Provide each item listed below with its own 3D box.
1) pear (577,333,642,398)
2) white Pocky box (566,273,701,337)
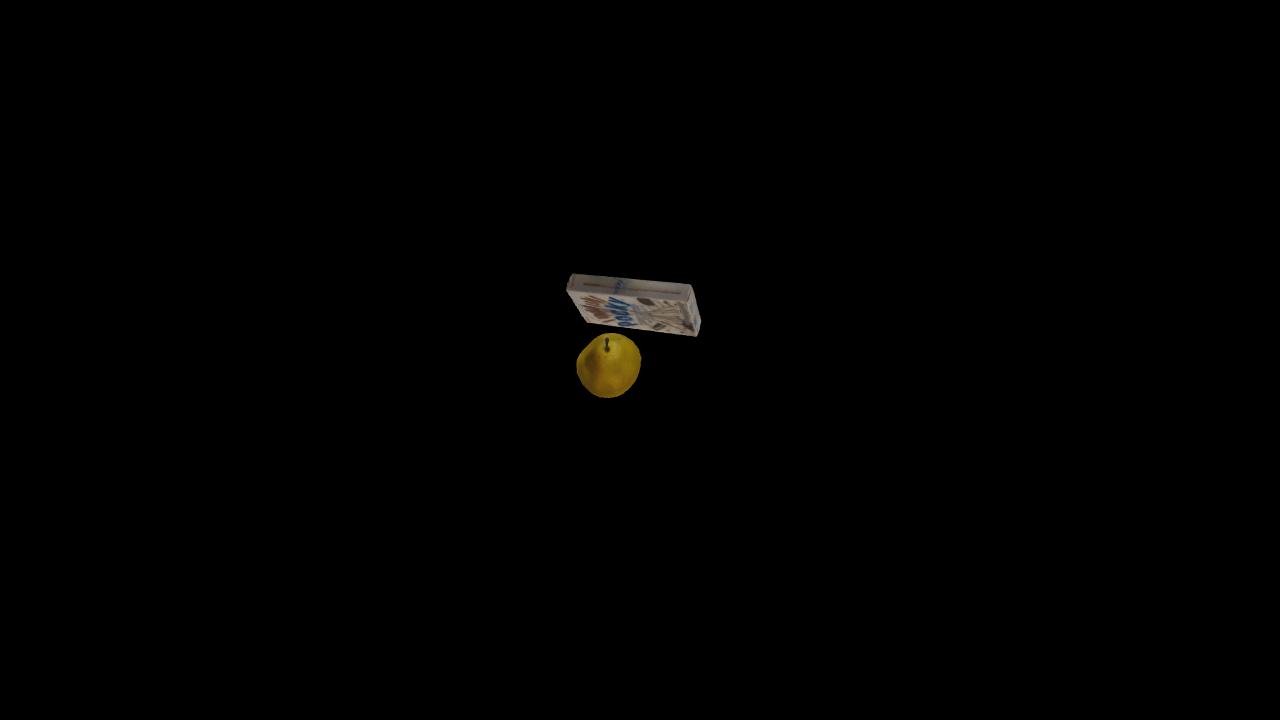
[{"bbox_3d":[-0.038,0.003,0.715,0.080,0.080,0.111,0,-7,4],"label":"pear"},{"bbox_3d":[-0.006,-0.068,0.754,0.154,0.028,0.084,8,-24,18],"label":"white Pocky box"}]
